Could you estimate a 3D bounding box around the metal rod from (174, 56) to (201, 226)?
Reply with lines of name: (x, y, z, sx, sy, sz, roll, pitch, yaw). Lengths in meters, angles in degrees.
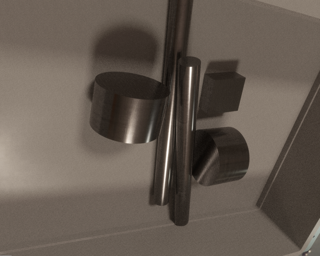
metal rod: (0.034, 0.042, 0.433, 0.025, 0.025, 0.298, -17, 132, -19)

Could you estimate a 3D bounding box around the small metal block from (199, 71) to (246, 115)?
small metal block: (0.085, -0.049, 0.427, 0.050, 0.025, 0.050, -8, 122, -25)

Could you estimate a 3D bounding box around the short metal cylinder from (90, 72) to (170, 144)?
short metal cylinder: (-0.034, -0.025, 0.341, 0.081, 0.080, 0.050, -1, 119, -28)

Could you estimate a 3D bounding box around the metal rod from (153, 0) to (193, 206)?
metal rod: (0.013, -0.017, 0.406, 0.025, 0.025, 0.298, -10, 123, -24)

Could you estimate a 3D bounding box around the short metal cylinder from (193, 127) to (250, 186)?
short metal cylinder: (0.081, 0.040, 0.444, 0.050, 0.080, 0.079, -5, 121, -27)
